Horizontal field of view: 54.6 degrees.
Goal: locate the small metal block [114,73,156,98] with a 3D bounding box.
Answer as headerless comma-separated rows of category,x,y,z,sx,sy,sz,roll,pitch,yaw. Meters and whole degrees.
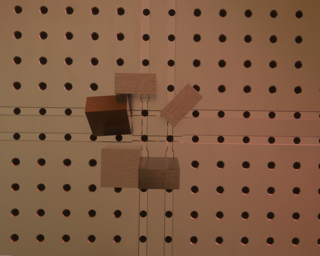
small metal block,-0.030,-0.054,0.401,0.050,0.050,0.025,1,90,0

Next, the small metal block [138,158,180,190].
small metal block,-0.001,0.058,0.399,0.050,0.050,0.025,1,101,0

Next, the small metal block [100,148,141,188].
small metal block,-0.051,0.052,0.413,0.050,0.025,0.050,1,90,0

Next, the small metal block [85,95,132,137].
small metal block,-0.064,-0.015,0.398,0.050,0.050,0.025,-4,52,0

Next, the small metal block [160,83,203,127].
small metal block,0.026,-0.028,0.401,0.025,0.050,0.050,44,90,0
